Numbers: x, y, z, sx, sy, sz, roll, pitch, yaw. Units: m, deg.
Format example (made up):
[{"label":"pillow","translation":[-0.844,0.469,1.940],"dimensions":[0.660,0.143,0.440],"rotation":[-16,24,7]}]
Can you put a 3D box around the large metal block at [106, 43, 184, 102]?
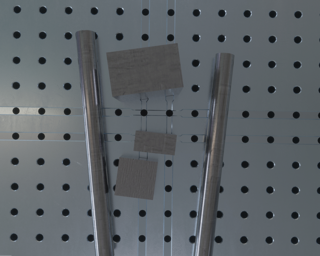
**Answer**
[{"label":"large metal block","translation":[-0.017,-0.065,0.386],"dimensions":[0.080,0.080,0.050],"rotation":[-8,90,0]}]

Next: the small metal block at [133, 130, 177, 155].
[{"label":"small metal block","translation":[-0.006,0.018,0.401],"dimensions":[0.050,0.050,0.025],"rotation":[6,90,0]}]

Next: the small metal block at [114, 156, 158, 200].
[{"label":"small metal block","translation":[-0.031,0.065,0.413],"dimensions":[0.050,0.025,0.050],"rotation":[7,90,0]}]

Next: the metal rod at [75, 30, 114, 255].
[{"label":"metal rod","translation":[-0.086,0.022,0.412],"dimensions":[0.025,0.025,0.298],"rotation":[-5,90,0]}]

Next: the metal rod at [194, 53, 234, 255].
[{"label":"metal rod","translation":[0.071,0.051,0.414],"dimensions":[0.025,0.025,0.298],"rotation":[6,90,0]}]
